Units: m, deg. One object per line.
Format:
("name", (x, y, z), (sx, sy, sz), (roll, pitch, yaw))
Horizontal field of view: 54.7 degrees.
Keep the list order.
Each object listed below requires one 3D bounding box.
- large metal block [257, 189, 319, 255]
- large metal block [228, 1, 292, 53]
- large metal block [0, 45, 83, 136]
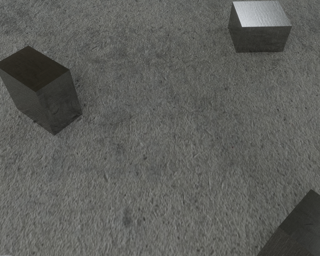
("large metal block", (0.141, 0.114, 0.272), (0.050, 0.080, 0.080), (-36, 59, -26))
("large metal block", (0.169, -0.176, 0.536), (0.081, 0.050, 0.080), (-2, 50, -2))
("large metal block", (-0.156, -0.049, 0.407), (0.080, 0.080, 0.050), (31, 57, 23))
